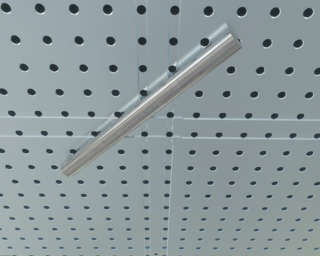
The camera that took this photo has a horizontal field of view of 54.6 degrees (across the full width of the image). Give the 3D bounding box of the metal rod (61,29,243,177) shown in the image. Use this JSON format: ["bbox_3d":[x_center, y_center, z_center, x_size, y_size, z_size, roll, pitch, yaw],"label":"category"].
[{"bbox_3d":[-0.028,-0.017,0.396,0.299,0.025,0.025,-36,122,26],"label":"metal rod"}]
